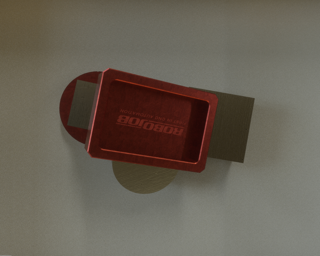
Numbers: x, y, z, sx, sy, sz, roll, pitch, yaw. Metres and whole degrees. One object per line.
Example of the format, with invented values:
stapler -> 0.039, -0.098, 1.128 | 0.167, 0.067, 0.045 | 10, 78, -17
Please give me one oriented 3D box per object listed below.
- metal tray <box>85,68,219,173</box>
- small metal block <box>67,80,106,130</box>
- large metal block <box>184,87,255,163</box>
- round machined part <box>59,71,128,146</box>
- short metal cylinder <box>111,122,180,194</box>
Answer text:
metal tray -> -0.007, -0.005, 0.337 | 0.131, 0.030, 0.089 | 11, 90, -20
small metal block -> -0.081, -0.025, 0.354 | 0.025, 0.050, 0.050 | 12, 90, 0
large metal block -> 0.068, -0.004, 0.397 | 0.080, 0.050, 0.080 | 10, 90, -1
round machined part -> -0.081, -0.025, 0.400 | 0.099, 0.042, 0.097 | 0, 90, -1
short metal cylinder -> -0.020, 0.034, 0.385 | 0.081, 0.050, 0.079 | -3, 104, -12
